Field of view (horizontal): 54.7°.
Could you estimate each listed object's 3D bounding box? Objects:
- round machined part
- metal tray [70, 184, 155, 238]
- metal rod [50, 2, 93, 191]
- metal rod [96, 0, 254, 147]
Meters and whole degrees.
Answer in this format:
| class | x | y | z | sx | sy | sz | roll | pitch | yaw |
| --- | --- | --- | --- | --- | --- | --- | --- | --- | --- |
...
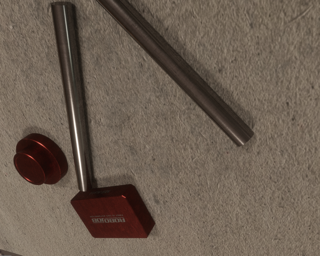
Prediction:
| class | x | y | z | sx | sy | sz | roll | pitch | yaw |
| --- | --- | --- | --- | --- | --- | --- | --- | --- | --- |
| round machined part | -0.215 | 0.061 | 0.544 | 0.098 | 0.042 | 0.097 | 13 | 124 | 20 |
| metal tray | -0.083 | 0.147 | 0.536 | 0.130 | 0.030 | 0.090 | -13 | 112 | 33 |
| metal rod | -0.124 | -0.025 | 0.454 | 0.025 | 0.025 | 0.298 | 15 | 125 | 19 |
| metal rod | -0.006 | -0.093 | 0.350 | 0.300 | 0.025 | 0.025 | 45 | 129 | -4 |
